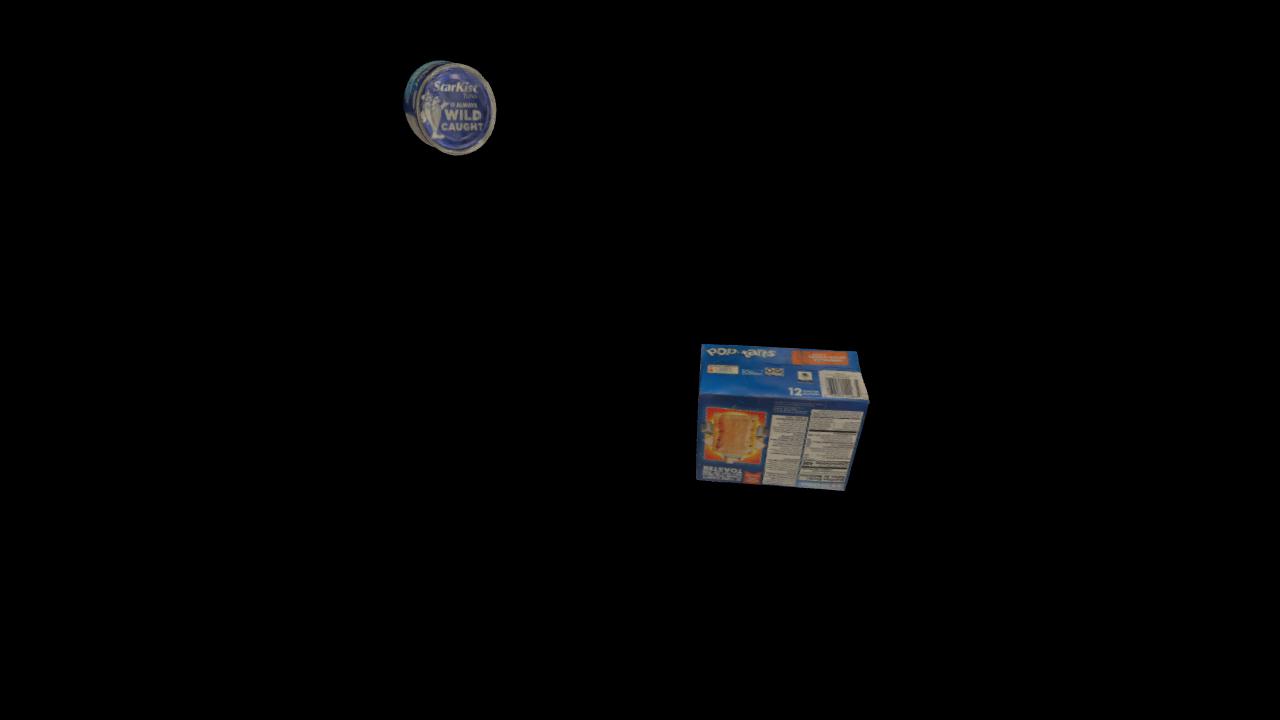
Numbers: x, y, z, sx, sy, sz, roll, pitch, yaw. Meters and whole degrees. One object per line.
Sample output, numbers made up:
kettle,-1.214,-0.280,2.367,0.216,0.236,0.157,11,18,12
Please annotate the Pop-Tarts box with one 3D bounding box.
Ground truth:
Pop-Tarts box,0.146,0.063,0.674,0.167,0.141,0.083,3,40,7

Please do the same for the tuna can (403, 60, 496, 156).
tuna can,-0.186,-0.247,0.603,0.034,0.084,0.084,32,21,37
